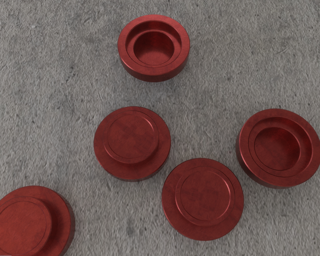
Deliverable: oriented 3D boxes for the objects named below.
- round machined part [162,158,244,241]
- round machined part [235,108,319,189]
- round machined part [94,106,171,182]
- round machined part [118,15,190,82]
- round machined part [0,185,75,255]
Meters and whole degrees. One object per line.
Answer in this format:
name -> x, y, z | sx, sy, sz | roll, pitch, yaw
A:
round machined part -> 0.051, 0.083, 0.369 | 0.099, 0.042, 0.098 | 0, 70, 0
round machined part -> 0.144, 0.028, 0.390 | 0.099, 0.042, 0.098 | 0, 70, 0
round machined part -> -0.035, 0.016, 0.393 | 0.099, 0.042, 0.098 | 0, 70, 0
round machined part -> -0.008, -0.107, 0.438 | 0.099, 0.042, 0.098 | 0, 70, 0
round machined part -> -0.152, 0.115, 0.356 | 0.099, 0.042, 0.098 | 0, 70, 0
